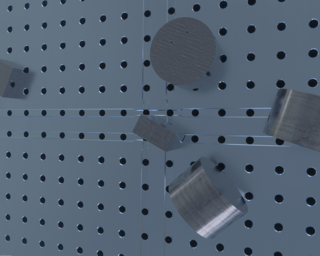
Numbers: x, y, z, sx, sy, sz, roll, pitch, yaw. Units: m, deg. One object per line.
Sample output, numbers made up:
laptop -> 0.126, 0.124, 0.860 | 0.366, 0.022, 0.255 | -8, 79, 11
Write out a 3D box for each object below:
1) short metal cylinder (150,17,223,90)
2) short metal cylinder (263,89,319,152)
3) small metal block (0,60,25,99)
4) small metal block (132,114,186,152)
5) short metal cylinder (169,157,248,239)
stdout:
short metal cylinder -> 0.034, -0.090, 0.387 | 0.080, 0.050, 0.079 | 0, 90, 20
short metal cylinder -> 0.157, -0.006, 0.328 | 0.080, 0.080, 0.050 | 19, 97, 19
small metal block -> -0.255, -0.081, 0.502 | 0.050, 0.025, 0.050 | 26, 99, 18
small metal block -> 0.000, 0.006, 0.399 | 0.050, 0.050, 0.025 | 29, 100, 17
short metal cylinder -> 0.056, 0.080, 0.363 | 0.050, 0.080, 0.080 | -43, 77, 15
